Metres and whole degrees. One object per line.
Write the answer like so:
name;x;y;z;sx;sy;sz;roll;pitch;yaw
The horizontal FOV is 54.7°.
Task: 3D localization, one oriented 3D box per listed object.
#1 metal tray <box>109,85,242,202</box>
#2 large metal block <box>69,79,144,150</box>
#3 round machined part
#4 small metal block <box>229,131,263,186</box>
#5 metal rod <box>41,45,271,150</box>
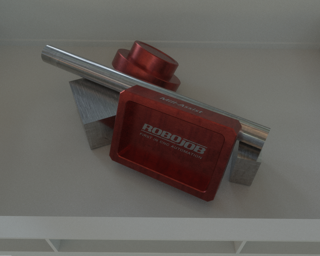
metal tray;0.012;0.015;0.344;0.130;0.089;0.030;21;26;16
large metal block;-0.066;-0.028;0.409;0.081;0.050;0.080;-18;52;-15
round machined part;-0.013;-0.087;0.431;0.098;0.042;0.098;26;20;-10
small metal block;0.101;0.031;0.362;0.025;0.050;0.050;11;51;9
metal rod;-0.019;-0.044;0.374;0.301;0.025;0.025;23;54;18
